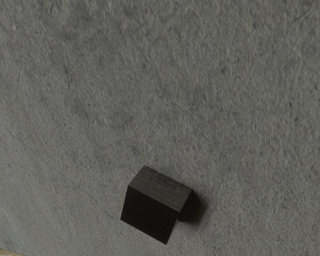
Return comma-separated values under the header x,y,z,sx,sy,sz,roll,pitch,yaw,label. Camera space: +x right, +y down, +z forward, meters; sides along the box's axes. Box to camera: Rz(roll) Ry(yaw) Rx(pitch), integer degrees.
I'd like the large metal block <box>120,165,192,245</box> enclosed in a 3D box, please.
x,y,z,sx,sy,sz,roll,pitch,yaw,label
-0.007,0.115,0.466,0.080,0.050,0.079,25,127,13,large metal block
